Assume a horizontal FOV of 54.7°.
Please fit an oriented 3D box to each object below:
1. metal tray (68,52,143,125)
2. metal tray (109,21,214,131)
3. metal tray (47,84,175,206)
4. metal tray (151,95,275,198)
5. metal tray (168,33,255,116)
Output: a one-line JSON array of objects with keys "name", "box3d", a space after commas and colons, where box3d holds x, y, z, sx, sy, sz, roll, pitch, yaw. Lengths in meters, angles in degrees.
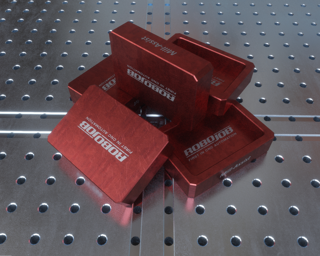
[{"name": "metal tray", "box3d": [-0.056, -0.068, 0.460, 0.090, 0.030, 0.131, 32, 56, 23]}, {"name": "metal tray", "box3d": [-0.002, -0.063, 0.378, 0.130, 0.089, 0.030, 33, 58, 24]}, {"name": "metal tray", "box3d": [-0.059, 0.017, 0.365, 0.130, 0.030, 0.090, 35, 83, 25]}, {"name": "metal tray", "box3d": [0.064, 0.017, 0.389, 0.131, 0.030, 0.090, -27, 55, -21]}, {"name": "metal tray", "box3d": [0.052, -0.079, 0.432, 0.130, 0.030, 0.090, 29, 56, 22]}]
